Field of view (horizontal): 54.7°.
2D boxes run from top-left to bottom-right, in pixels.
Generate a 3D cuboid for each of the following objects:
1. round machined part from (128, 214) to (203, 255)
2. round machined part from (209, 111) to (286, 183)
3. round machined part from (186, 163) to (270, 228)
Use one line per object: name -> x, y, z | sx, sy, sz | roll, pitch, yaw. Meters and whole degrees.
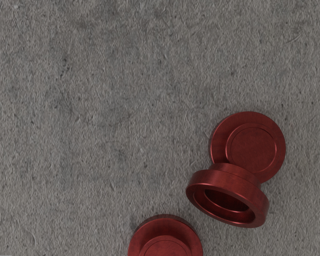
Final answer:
round machined part -> 0.007, 0.166, 0.401 | 0.099, 0.042, 0.097 | 0, 90, 0
round machined part -> 0.115, 0.027, 0.402 | 0.099, 0.042, 0.097 | 0, 90, 0
round machined part -> 0.085, 0.079, 0.382 | 0.098, 0.098, 0.042 | 30, 59, 0
